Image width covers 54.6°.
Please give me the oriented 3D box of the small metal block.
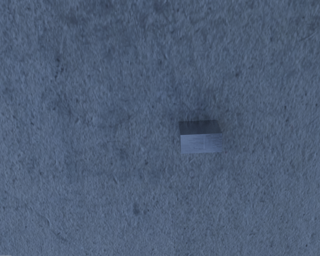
[{"bbox_3d":[0.050,0.010,0.401,0.050,0.050,0.025,-3,110,1],"label":"small metal block"}]
